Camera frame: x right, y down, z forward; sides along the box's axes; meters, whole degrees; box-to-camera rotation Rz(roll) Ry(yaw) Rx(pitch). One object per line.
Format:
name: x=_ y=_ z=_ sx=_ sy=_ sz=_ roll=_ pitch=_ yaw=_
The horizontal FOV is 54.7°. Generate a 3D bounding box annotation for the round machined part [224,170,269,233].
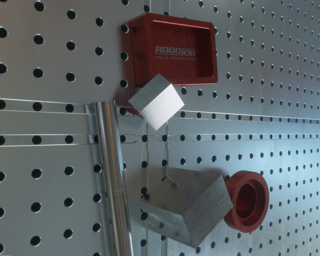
round machined part: x=0.134 y=0.118 z=0.511 sx=0.099 sy=0.042 sz=0.097 roll=-1 pitch=92 yaw=-37

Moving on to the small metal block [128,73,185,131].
small metal block: x=-0.003 y=-0.031 z=0.384 sx=0.050 sy=0.025 sz=0.050 roll=-43 pitch=145 yaw=-2

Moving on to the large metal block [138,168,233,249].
large metal block: x=0.034 y=0.099 z=0.404 sx=0.081 sy=0.080 sz=0.050 roll=-35 pitch=112 yaw=-35

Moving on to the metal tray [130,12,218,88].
metal tray: x=0.025 y=-0.103 z=0.428 sx=0.131 sy=0.030 sz=0.089 roll=-8 pitch=96 yaw=-40

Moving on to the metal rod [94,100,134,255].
metal rod: x=-0.048 y=0.117 z=0.370 sx=0.025 sy=0.025 sz=0.298 roll=-11 pitch=97 yaw=-40
